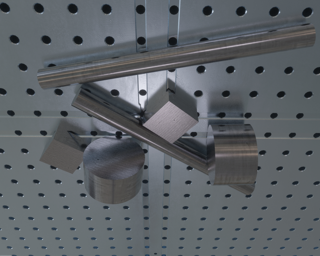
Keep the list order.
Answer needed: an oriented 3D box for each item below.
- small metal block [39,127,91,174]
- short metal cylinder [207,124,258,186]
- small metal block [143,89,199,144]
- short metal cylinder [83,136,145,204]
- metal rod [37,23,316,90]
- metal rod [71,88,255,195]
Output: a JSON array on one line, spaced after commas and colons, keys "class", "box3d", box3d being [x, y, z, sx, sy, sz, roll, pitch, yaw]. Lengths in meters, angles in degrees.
[{"class": "small metal block", "box3d": [-0.134, 0.033, 0.438, 0.050, 0.025, 0.050, 28, 125, -22]}, {"class": "short metal cylinder", "box3d": [0.092, 0.035, 0.406, 0.050, 0.080, 0.079, -1, 130, 1]}, {"class": "small metal block", "box3d": [0.013, -0.013, 0.400, 0.050, 0.025, 0.050, 33, 123, -25]}, {"class": "short metal cylinder", "box3d": [-0.063, 0.056, 0.422, 0.081, 0.080, 0.050, 5, 130, -5]}, {"class": "metal rod", "box3d": [0.012, -0.078, 0.345, 0.301, 0.025, 0.025, -8, 130, 6]}, {"class": "metal rod", "box3d": [0.020, 0.028, 0.435, 0.301, 0.025, 0.025, 29, 124, -23]}]
